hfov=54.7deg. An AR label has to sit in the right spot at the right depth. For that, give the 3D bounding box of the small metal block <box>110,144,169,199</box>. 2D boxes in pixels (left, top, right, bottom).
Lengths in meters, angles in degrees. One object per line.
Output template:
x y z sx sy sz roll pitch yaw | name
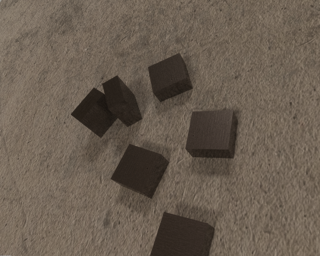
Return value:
-0.025 0.053 0.383 0.050 0.025 0.050 15 69 34 | small metal block

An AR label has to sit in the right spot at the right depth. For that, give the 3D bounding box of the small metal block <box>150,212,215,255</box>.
0.023 0.119 0.318 0.050 0.025 0.050 6 65 30 | small metal block

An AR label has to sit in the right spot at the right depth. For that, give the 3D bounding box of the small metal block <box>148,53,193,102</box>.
0.014 -0.072 0.439 0.050 0.025 0.050 -22 54 14 | small metal block

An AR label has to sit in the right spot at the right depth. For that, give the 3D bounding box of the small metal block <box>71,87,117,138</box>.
-0.090 -0.021 0.446 0.025 0.050 0.050 32 79 37 | small metal block

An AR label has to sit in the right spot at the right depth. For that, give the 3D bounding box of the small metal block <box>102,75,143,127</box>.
-0.053 -0.037 0.437 0.025 0.050 0.050 -28 52 10 | small metal block

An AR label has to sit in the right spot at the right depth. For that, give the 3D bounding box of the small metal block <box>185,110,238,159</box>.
0.062 0.007 0.366 0.050 0.025 0.050 -1 61 27 | small metal block
